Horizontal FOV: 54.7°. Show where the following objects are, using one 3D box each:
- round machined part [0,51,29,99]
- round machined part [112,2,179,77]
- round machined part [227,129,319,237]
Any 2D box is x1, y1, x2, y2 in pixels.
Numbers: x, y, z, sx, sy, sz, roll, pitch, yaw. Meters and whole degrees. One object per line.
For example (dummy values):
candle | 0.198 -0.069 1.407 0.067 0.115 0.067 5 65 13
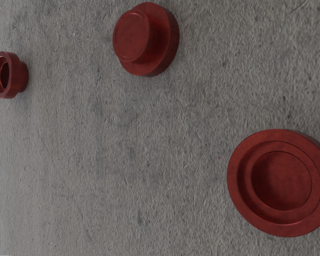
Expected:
round machined part | -0.314 -0.110 0.654 0.098 0.042 0.097 0 90 40
round machined part | -0.026 -0.119 0.415 0.098 0.042 0.097 0 90 40
round machined part | 0.118 0.049 0.297 0.098 0.042 0.097 0 90 40
